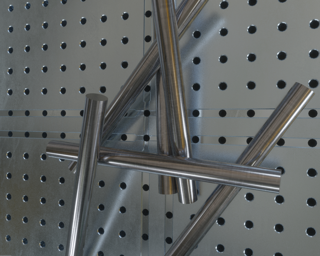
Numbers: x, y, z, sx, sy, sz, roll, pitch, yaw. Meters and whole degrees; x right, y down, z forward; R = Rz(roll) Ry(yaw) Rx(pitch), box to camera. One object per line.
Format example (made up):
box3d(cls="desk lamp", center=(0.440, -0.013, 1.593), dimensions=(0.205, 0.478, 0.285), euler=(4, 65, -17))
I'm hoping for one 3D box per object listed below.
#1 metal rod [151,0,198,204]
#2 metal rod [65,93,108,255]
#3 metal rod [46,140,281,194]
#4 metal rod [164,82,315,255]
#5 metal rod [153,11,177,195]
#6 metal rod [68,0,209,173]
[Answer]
box3d(cls="metal rod", center=(0.016, -0.051, 0.365), dimensions=(0.025, 0.025, 0.298), euler=(-3, 105, 20))
box3d(cls="metal rod", center=(-0.103, 0.100, 0.406), dimensions=(0.025, 0.025, 0.298), euler=(21, 113, 19))
box3d(cls="metal rod", center=(-0.014, 0.042, 0.378), dimensions=(0.300, 0.025, 0.025), euler=(5, 92, 23))
box3d(cls="metal rod", center=(0.083, 0.076, 0.383), dimensions=(0.025, 0.025, 0.299), euler=(37, 102, 16))
box3d(cls="metal rod", center=(0.006, -0.064, 0.410), dimensions=(0.025, 0.025, 0.298), euler=(-2, 89, 20))
box3d(cls="metal rod", center=(-0.037, -0.050, 0.405), dimensions=(0.025, 0.025, 0.299), euler=(44, 111, 14))
